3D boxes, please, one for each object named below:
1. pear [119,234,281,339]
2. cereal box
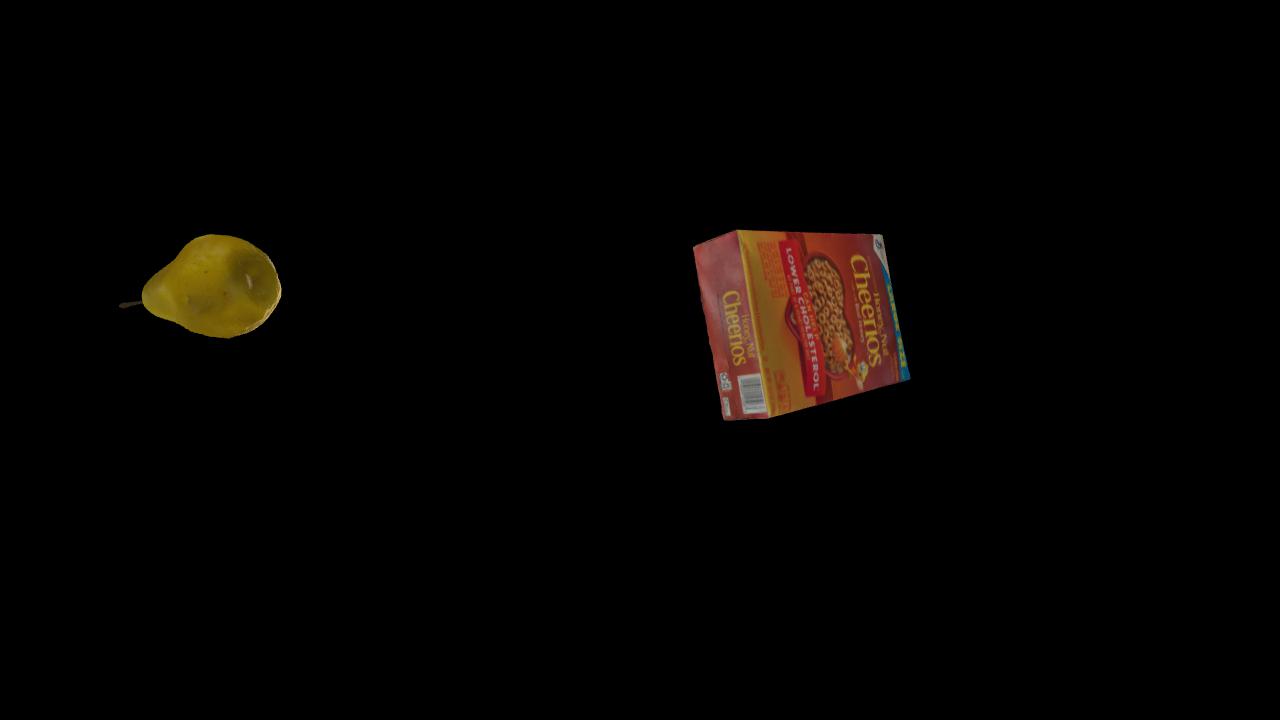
[{"bbox_3d":[-0.338,-0.053,0.472,0.111,0.080,0.080,-3,-1,14],"label":"pear"},{"bbox_3d":[0.210,-0.051,0.751,0.306,0.203,0.081,-8,-2,-39],"label":"cereal box"}]
